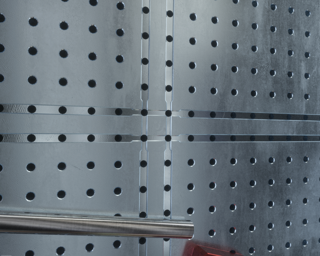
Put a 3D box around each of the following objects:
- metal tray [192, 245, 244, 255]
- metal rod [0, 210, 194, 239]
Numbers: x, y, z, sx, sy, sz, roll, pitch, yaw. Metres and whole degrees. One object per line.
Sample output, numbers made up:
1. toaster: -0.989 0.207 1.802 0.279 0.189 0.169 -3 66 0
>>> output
1. metal tray: 0.076 0.243 0.438 0.091 0.030 0.129 19 84 -19
2. metal rod: -0.099 0.117 0.376 0.302 0.025 0.025 9 87 -20
